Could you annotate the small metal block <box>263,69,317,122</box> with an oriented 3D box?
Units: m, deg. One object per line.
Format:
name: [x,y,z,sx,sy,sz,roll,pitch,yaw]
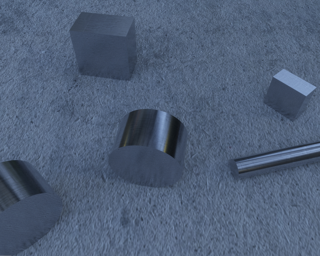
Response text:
small metal block: [0.177,-0.045,0.427,0.025,0.050,0.050,-35,58,-26]

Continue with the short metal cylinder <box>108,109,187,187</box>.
short metal cylinder: [-0.012,0.024,0.347,0.080,0.080,0.050,8,51,6]

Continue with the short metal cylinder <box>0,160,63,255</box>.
short metal cylinder: [-0.144,0.078,0.300,0.080,0.080,0.050,-36,59,-27]

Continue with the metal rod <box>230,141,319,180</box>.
metal rod: [0.234,0.021,0.388,0.302,0.025,0.025,-10,51,-9]

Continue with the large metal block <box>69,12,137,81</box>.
large metal block: [-0.081,-0.123,0.469,0.080,0.080,0.050,8,51,6]
